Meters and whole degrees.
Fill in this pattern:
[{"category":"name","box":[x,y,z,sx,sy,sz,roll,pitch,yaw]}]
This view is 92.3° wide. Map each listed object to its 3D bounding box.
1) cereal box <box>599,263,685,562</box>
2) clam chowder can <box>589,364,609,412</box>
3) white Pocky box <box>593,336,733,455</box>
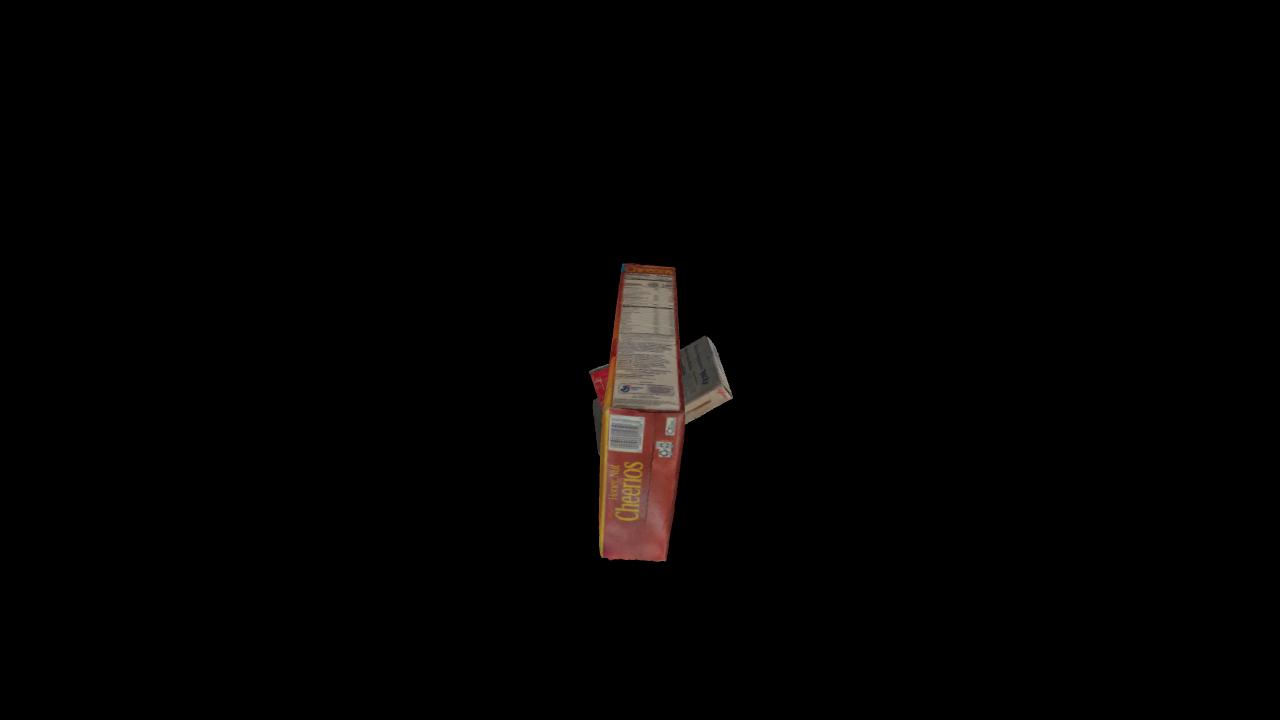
[{"category":"cereal box","box":[0.002,0.043,0.708,0.081,0.203,0.306,3,34,-1]},{"category":"clam chowder can","box":[-0.007,0.050,0.648,0.068,0.102,0.068,-18,-2,-1]},{"category":"white Pocky box","box":[0.019,0.042,0.658,0.154,0.084,0.028,-31,-53,16]}]
